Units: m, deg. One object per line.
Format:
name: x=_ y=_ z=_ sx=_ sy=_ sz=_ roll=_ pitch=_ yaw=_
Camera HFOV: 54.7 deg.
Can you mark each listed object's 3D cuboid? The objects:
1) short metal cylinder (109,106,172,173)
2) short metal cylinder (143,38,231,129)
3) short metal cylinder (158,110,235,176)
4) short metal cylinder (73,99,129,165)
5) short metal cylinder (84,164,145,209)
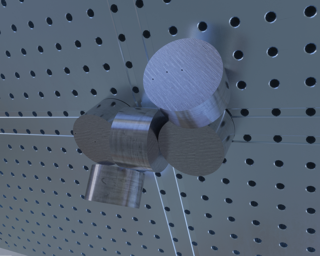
short metal cylinder: x=-0.020 y=0.014 z=0.393 sx=0.050 sy=0.080 sz=0.079 roll=5 pitch=121 yaw=25
short metal cylinder: x=0.029 y=-0.045 z=0.323 sx=0.080 sy=0.080 sz=0.050 roll=8 pitch=164 yaw=23
short metal cylinder: x=0.045 y=0.011 z=0.376 sx=0.080 sy=0.050 sz=0.079 roll=13 pitch=124 yaw=20
short metal cylinder: x=-0.073 y=0.006 z=0.434 sx=0.080 sy=0.050 sz=0.079 roll=13 pitch=124 yaw=20
short metal cylinder: x=-0.065 y=0.086 z=0.454 sx=0.080 sy=0.050 sz=0.080 roll=9 pitch=165 yaw=3
